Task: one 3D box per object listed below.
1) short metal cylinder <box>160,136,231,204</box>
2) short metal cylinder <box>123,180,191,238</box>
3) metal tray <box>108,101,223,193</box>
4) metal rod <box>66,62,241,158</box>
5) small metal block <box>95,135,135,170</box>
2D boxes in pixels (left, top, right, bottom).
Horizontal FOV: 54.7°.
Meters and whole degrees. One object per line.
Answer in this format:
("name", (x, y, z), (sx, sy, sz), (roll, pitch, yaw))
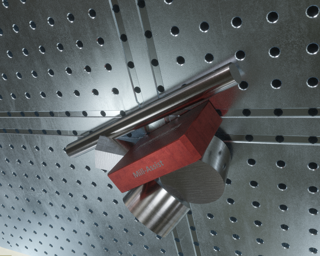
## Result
("short metal cylinder", (0.045, 0.050, 0.391), (0.080, 0.050, 0.079), (12, 131, 14))
("short metal cylinder", (-0.004, 0.104, 0.428), (0.080, 0.080, 0.050), (40, 88, 0))
("metal tray", (0.005, 0.024, 0.377), (0.130, 0.090, 0.030), (-30, 102, 37))
("metal rod", (-0.031, -0.011, 0.416), (0.299, 0.025, 0.025), (-23, 106, 36))
("small metal block", (-0.066, 0.040, 0.449), (0.050, 0.025, 0.050), (12, 142, -1))
